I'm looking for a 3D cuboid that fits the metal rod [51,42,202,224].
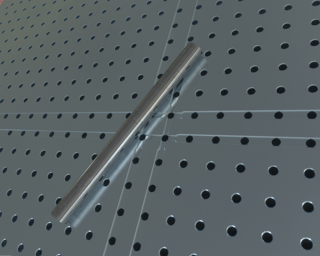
[{"bbox_3d":[-0.040,0.001,0.427,0.025,0.025,0.300,31,78,37],"label":"metal rod"}]
